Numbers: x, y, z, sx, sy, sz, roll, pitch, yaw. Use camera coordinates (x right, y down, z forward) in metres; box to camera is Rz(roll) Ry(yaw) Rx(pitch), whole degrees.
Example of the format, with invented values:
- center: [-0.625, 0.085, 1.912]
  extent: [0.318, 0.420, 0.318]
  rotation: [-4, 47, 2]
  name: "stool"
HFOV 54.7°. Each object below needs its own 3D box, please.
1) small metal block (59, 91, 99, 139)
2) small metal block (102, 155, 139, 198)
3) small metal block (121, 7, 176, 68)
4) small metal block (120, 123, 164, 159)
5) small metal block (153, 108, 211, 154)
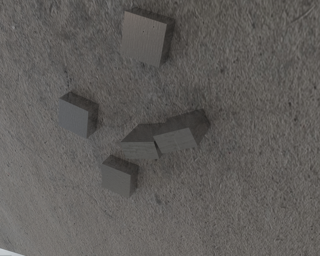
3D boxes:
- center: [-0.121, -0.019, 0.459]
  extent: [0.050, 0.025, 0.050]
  rotation: [24, 127, 13]
  name: "small metal block"
- center: [-0.063, 0.076, 0.487]
  extent: [0.050, 0.025, 0.050]
  rotation: [19, 126, 17]
  name: "small metal block"
- center: [-0.014, -0.103, 0.351]
  extent: [0.050, 0.025, 0.050]
  rotation: [22, 127, 14]
  name: "small metal block"
- center: [-0.016, 0.017, 0.409]
  extent: [0.050, 0.050, 0.025]
  rotation: [-2, 117, 29]
  name: "small metal block"
- center: [0.028, 0.003, 0.378]
  extent: [0.050, 0.050, 0.025]
  rotation: [-15, 111, 34]
  name: "small metal block"
